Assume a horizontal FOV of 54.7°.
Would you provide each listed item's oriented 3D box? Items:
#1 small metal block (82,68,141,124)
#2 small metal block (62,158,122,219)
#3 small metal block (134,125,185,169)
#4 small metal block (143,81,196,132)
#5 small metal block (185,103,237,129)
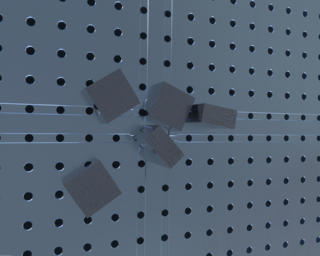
[{"bbox_3d":[-0.061,-0.040,0.391,0.050,0.025,0.050,-34,101,-17],"label":"small metal block"},{"bbox_3d":[-0.084,0.073,0.382,0.050,0.025,0.050,-35,102,-17],"label":"small metal block"},{"bbox_3d":[-0.002,0.023,0.400,0.025,0.050,0.050,-43,104,-15],"label":"small metal block"},{"bbox_3d":[0.012,-0.028,0.418,0.050,0.025,0.050,26,81,-19],"label":"small metal block"},{"bbox_3d":[0.069,-0.016,0.426,0.050,0.050,0.025,10,87,-20],"label":"small metal block"}]
